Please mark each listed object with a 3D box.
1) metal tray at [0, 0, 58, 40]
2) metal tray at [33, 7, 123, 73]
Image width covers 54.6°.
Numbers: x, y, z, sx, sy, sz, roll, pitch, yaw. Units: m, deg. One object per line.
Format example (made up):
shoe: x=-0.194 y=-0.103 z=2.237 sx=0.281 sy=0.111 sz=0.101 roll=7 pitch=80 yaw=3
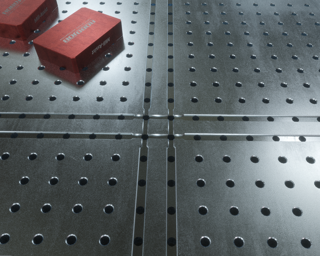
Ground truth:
metal tray: x=-0.267 y=-0.222 z=0.590 sx=0.090 sy=0.030 sz=0.130 roll=12 pitch=51 yaw=10
metal tray: x=-0.138 y=-0.156 z=0.535 sx=0.090 sy=0.030 sz=0.130 roll=25 pitch=54 yaw=19
